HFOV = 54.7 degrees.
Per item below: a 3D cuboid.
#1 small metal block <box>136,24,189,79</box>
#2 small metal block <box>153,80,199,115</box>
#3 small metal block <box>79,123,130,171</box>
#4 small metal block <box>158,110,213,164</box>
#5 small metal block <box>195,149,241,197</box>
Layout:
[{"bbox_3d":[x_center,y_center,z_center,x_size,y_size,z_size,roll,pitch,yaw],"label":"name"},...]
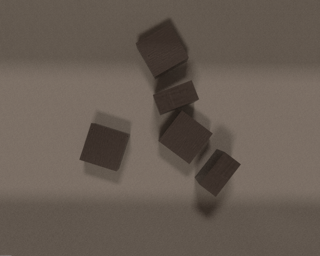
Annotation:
[{"bbox_3d":[0.003,-0.100,0.411,0.050,0.025,0.050,-30,90,-1],"label":"small metal block"},{"bbox_3d":[0.019,-0.038,0.399,0.050,0.050,0.025,-21,90,0],"label":"small metal block"},{"bbox_3d":[-0.072,0.025,0.411,0.050,0.025,0.050,18,90,-1],"label":"small metal block"},{"bbox_3d":[0.033,0.012,0.412,0.050,0.025,0.050,37,90,-1],"label":"small metal block"},{"bbox_3d":[0.073,0.056,0.400,0.025,0.050,0.050,38,90,-1],"label":"small metal block"}]
